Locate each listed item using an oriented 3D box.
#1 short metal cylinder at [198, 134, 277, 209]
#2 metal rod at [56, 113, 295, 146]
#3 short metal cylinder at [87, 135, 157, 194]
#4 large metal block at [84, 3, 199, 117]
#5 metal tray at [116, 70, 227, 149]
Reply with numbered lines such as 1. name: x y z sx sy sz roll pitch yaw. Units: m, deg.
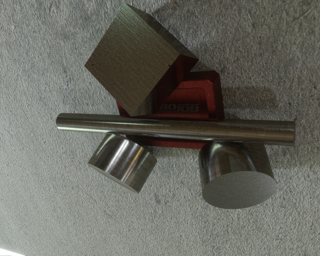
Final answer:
1. short metal cylinder: 0.087 0.052 0.357 0.081 0.050 0.080 -1 137 0
2. metal rod: -0.003 -0.002 0.370 0.300 0.025 0.025 3 120 26
3. short metal cylinder: -0.051 0.048 0.425 0.080 0.050 0.080 28 163 9
4. large metal block: -0.020 -0.070 0.332 0.080 0.050 0.080 47 114 16
5. metal tray: 0.012 -0.021 0.386 0.130 0.030 0.089 2 120 27
